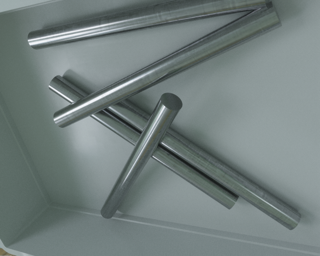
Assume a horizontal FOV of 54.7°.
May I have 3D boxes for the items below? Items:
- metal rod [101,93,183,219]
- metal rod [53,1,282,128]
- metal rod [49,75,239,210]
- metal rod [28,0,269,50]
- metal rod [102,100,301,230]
[{"bbox_3d":[-0.040,0.060,0.438,0.025,0.025,0.298,35,137,4],"label":"metal rod"},{"bbox_3d":[-0.015,-0.059,0.358,0.300,0.025,0.025,-21,108,29],"label":"metal rod"},{"bbox_3d":[-0.026,0.017,0.430,0.301,0.025,0.025,33,129,5],"label":"metal rod"},{"bbox_3d":[-0.036,-0.121,0.351,0.300,0.025,0.025,-1,118,28],"label":"metal rod"},{"bbox_3d":[0.045,0.036,0.405,0.301,0.025,0.025,33,129,5],"label":"metal rod"}]
